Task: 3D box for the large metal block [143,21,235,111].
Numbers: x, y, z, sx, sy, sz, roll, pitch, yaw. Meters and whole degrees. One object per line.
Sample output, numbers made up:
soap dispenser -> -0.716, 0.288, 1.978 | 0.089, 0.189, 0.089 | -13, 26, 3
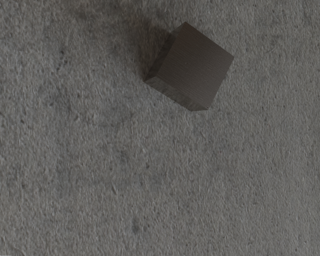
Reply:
large metal block -> 0.038, -0.077, 0.409 | 0.080, 0.050, 0.080 | 30, 80, -18
